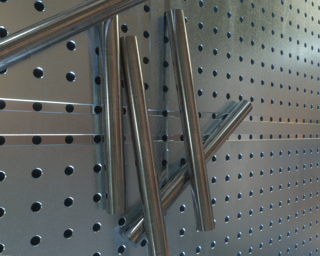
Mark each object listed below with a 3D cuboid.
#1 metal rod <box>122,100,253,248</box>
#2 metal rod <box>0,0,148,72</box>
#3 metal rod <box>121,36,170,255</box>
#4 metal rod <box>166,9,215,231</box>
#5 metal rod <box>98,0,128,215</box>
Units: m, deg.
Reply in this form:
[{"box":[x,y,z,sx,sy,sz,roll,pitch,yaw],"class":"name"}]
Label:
[{"box":[0.055,0.050,0.458,0.301,0.025,0.025,-43,117,-31],"class":"metal rod"},{"box":[-0.079,-0.114,0.318,0.302,0.025,0.025,-37,113,-26],"class":"metal rod"},{"box":[-0.018,0.039,0.374,0.025,0.025,0.298,-7,88,-40],"class":"metal rod"},{"box":[0.041,-0.012,0.423,0.025,0.025,0.298,-7,88,-40],"class":"metal rod"},{"box":[-0.057,-0.050,0.362,0.025,0.025,0.298,-4,93,-40],"class":"metal rod"}]
